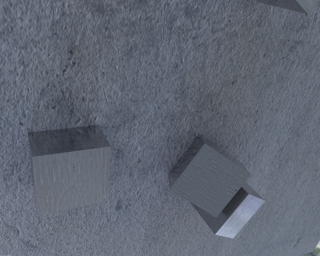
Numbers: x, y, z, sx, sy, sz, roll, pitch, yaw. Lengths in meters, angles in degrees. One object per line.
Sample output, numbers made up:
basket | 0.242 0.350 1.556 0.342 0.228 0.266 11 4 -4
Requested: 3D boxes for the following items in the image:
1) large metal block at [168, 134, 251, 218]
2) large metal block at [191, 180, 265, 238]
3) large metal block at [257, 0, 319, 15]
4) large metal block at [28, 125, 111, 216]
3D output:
large metal block | 0.069 0.068 0.449 0.080 0.050 0.080 34 100 -10
large metal block | 0.104 0.116 0.498 0.050 0.080 0.080 27 104 -40
large metal block | 0.144 -0.181 0.338 0.050 0.080 0.080 23 106 -37
large metal block | -0.106 0.047 0.362 0.081 0.050 0.079 -7 122 -25
